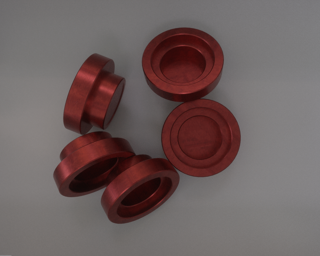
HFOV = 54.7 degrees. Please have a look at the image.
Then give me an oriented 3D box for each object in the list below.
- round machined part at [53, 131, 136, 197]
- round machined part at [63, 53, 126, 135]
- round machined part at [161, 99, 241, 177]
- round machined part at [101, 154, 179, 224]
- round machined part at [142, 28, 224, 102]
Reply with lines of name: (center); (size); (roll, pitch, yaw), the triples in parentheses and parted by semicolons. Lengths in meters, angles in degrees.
round machined part: (-0.082, 0.040, 0.379); (0.098, 0.098, 0.042); (-32, 67, 0)
round machined part: (-0.074, -0.036, 0.374); (0.042, 0.098, 0.098); (22, 90, 0)
round machined part: (0.051, 0.012, 0.403); (0.099, 0.042, 0.097); (0, 90, 0)
round machined part: (-0.028, 0.071, 0.383); (0.098, 0.098, 0.042); (-38, 57, 0)
round machined part: (0.029, -0.075, 0.391); (0.099, 0.042, 0.098); (-2, 65, 5)
